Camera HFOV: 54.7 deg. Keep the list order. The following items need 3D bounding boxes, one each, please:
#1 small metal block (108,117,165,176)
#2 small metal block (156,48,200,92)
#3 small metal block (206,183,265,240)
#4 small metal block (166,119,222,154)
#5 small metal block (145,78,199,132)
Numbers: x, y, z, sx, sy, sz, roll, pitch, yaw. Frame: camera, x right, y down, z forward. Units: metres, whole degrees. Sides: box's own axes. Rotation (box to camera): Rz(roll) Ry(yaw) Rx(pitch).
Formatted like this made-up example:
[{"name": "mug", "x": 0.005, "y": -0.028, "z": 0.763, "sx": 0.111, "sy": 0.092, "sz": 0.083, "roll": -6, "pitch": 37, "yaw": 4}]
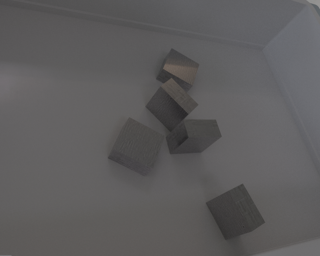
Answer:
[{"name": "small metal block", "x": -0.028, "y": 0.023, "z": 0.377, "sx": 0.050, "sy": 0.025, "sz": 0.050, "roll": 28, "pitch": 52, "yaw": -10}, {"name": "small metal block", "x": 0.028, "y": -0.086, "z": 0.473, "sx": 0.050, "sy": 0.025, "sz": 0.050, "roll": 28, "pitch": 52, "yaw": -11}, {"name": "small metal block", "x": 0.090, "y": 0.102, "z": 0.375, "sx": 0.025, "sy": 0.050, "sz": 0.050, "roll": -16, "pitch": 70, "yaw": -34}, {"name": "small metal block", "x": 0.043, "y": 0.012, "z": 0.405, "sx": 0.050, "sy": 0.050, "sz": 0.025, "roll": 0, "pitch": 62, "yaw": -29}, {"name": "small metal block", "x": 0.015, "y": -0.030, "z": 0.416, "sx": 0.050, "sy": 0.050, "sz": 0.025, "roll": 45, "pitch": 51, "yaw": 3}]
